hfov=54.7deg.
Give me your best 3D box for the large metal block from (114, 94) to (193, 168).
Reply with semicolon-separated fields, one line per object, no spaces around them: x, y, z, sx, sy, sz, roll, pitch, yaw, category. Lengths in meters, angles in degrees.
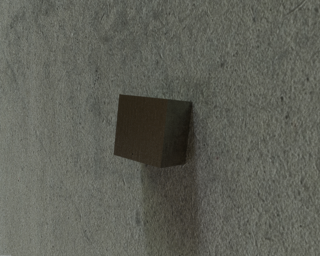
-0.010;0.001;0.396;0.080;0.050;0.079;10;97;39;large metal block
